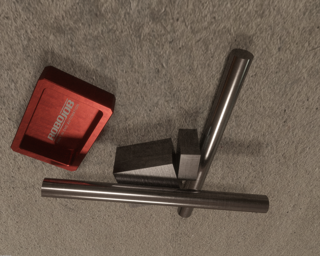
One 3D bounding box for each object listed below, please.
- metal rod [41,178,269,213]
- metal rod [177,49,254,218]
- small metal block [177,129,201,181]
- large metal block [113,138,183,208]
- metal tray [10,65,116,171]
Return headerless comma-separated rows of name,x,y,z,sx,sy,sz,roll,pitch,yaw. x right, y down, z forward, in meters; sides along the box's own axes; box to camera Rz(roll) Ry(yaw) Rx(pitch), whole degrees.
metal rod,-0.002,0.092,0.419,0.302,0.025,0.025,6,130,-6
metal rod,0.066,0.031,0.434,0.025,0.025,0.298,7,130,-6
small metal block,0.037,0.036,0.422,0.025,0.050,0.050,2,130,-2
large metal block,-0.014,0.066,0.447,0.080,0.050,0.080,-10,130,8
metal tray,-0.125,-0.006,0.397,0.090,0.030,0.129,24,126,-20
